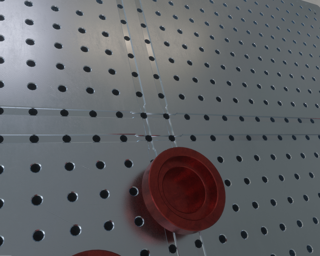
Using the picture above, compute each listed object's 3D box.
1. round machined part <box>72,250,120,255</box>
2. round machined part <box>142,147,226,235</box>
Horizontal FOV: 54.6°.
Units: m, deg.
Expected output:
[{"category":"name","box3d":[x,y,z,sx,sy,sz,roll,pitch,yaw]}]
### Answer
[{"category":"round machined part","box3d":[-0.061,0.160,0.267,0.099,0.042,0.098,13,56,-21]},{"category":"round machined part","box3d":[0.024,0.075,0.364,0.099,0.042,0.098,13,56,-21]}]
